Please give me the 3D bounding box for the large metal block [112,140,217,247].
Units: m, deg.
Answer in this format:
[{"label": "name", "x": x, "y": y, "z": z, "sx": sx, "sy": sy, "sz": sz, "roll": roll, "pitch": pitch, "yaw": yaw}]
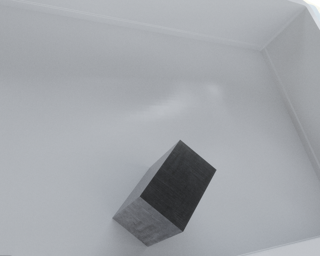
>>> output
[{"label": "large metal block", "x": 0.004, "y": 0.071, "z": 0.331, "sx": 0.050, "sy": 0.080, "sz": 0.080, "roll": 40, "pitch": 51, "yaw": -2}]
